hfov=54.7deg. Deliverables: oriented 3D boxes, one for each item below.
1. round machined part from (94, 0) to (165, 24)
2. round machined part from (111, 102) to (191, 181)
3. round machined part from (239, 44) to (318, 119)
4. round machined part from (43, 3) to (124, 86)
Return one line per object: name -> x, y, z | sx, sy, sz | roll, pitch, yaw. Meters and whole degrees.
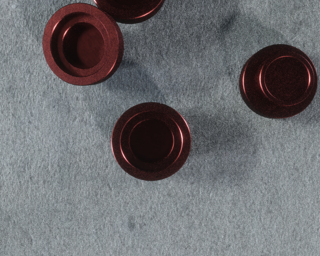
round machined part -> -0.040, -0.183, 0.401 | 0.099, 0.042, 0.097 | 0, 90, -1
round machined part -> -0.011, 0.016, 0.401 | 0.099, 0.042, 0.097 | 0, 90, -1
round machined part -> 0.157, -0.061, 0.404 | 0.099, 0.042, 0.097 | 0, 90, -1
round machined part -> -0.093, -0.103, 0.393 | 0.098, 0.042, 0.097 | 2, 100, 11
